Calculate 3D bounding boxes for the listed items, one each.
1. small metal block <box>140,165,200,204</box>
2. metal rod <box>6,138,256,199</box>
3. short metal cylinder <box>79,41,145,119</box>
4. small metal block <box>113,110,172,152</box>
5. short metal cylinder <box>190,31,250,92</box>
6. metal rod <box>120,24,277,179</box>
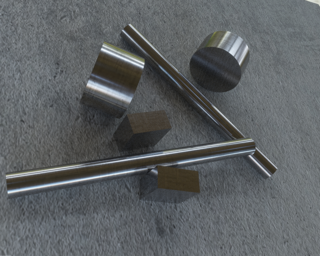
[{"bbox_3d":[0.010,0.066,0.352,0.050,0.050,0.025,11,59,-22],"label":"small metal block"},{"bbox_3d":[-0.010,0.040,0.361,0.303,0.025,0.025,-6,65,-27],"label":"metal rod"},{"bbox_3d":[-0.058,-0.057,0.372,0.050,0.080,0.080,22,54,-16],"label":"short metal cylinder"},{"bbox_3d":[-0.022,0.004,0.373,0.050,0.050,0.025,-9,66,-32],"label":"small metal block"},{"bbox_3d":[0.093,-0.102,0.481,0.080,0.080,0.050,36,51,-4],"label":"short metal cylinder"},{"bbox_3d":[0.055,-0.041,0.457,0.300,0.025,0.025,45,51,3],"label":"metal rod"}]
